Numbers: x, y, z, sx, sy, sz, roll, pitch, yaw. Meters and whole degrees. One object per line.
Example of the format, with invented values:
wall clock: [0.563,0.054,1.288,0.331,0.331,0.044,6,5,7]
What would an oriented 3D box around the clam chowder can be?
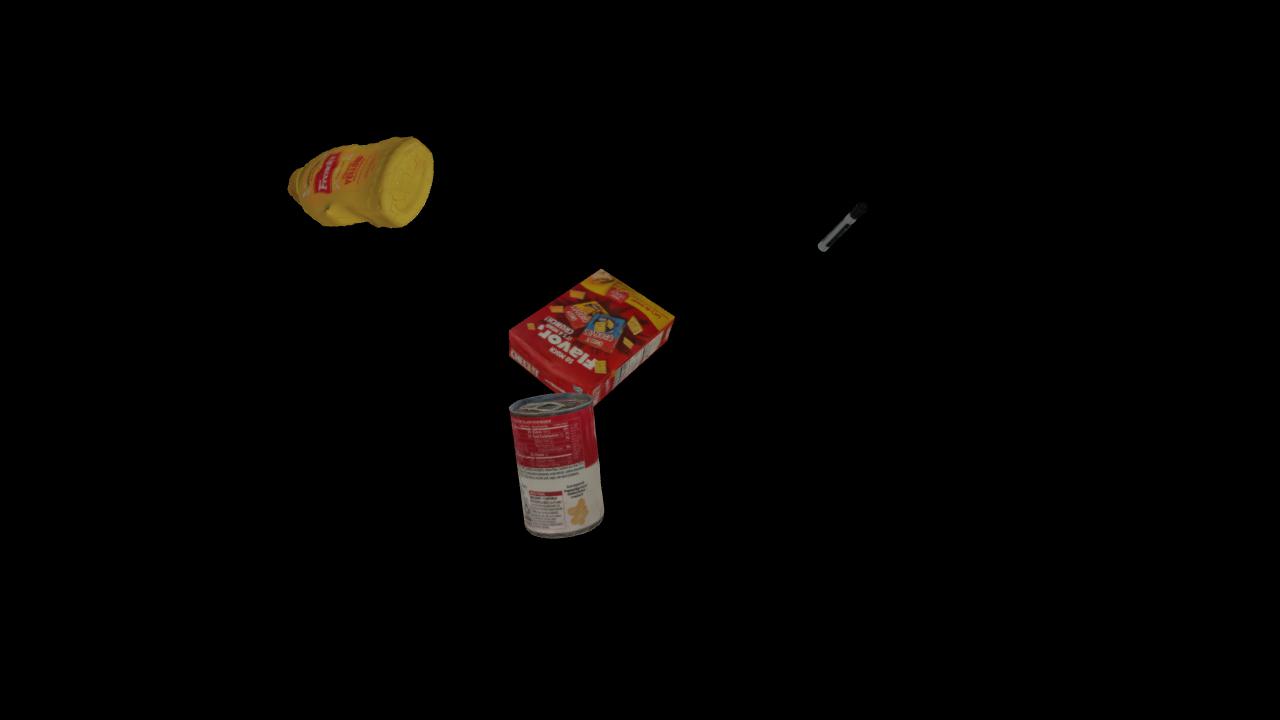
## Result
clam chowder can: [-0.066,0.083,0.497,0.068,0.102,0.068,-5,9,1]

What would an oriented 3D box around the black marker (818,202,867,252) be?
black marker: [0.335,-0.220,1.019,0.020,0.020,0.121,0,-23,-19]

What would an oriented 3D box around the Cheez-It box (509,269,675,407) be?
Cheez-It box: [-0.075,-0.037,0.992,0.166,0.071,0.223,35,52,18]

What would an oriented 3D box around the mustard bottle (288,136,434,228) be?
mustard bottle: [-0.299,-0.178,0.631,0.184,0.092,0.054,6,-13,28]
